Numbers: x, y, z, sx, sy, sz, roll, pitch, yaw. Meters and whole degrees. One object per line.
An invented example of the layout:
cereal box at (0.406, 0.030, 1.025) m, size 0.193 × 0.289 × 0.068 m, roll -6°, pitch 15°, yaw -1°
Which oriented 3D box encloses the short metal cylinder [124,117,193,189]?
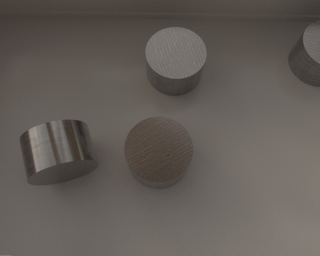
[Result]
short metal cylinder at (-0.002, 0.032, 0.385) m, size 0.081 × 0.050 × 0.080 m, roll 0°, pitch 70°, yaw 0°

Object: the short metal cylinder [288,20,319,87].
short metal cylinder at (0.232, -0.105, 0.438) m, size 0.081 × 0.050 × 0.080 m, roll 0°, pitch 70°, yaw 0°

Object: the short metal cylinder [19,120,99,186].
short metal cylinder at (-0.119, 0.030, 0.368) m, size 0.081 × 0.080 × 0.050 m, roll -17°, pitch 71°, yaw -7°

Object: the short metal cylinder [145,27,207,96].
short metal cylinder at (0.021, -0.091, 0.430) m, size 0.081 × 0.050 × 0.080 m, roll 0°, pitch 70°, yaw 0°
